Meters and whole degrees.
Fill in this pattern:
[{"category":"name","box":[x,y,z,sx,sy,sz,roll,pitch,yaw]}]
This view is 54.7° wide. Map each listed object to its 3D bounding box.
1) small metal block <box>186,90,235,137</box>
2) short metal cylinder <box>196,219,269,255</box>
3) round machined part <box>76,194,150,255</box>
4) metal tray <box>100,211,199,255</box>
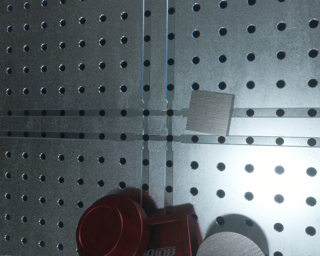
[{"category":"small metal block","box":[0.064,-0.018,0.390,0.050,0.025,0.050,10,93,19]},{"category":"short metal cylinder","box":[0.087,0.155,0.368,0.080,0.050,0.079,0,90,19]},{"category":"round machined part","box":[-0.066,0.132,0.393,0.098,0.042,0.098,-12,59,22]},{"category":"metal tray","box":[-0.017,0.164,0.394,0.130,0.030,0.090,-16,58,20]}]
